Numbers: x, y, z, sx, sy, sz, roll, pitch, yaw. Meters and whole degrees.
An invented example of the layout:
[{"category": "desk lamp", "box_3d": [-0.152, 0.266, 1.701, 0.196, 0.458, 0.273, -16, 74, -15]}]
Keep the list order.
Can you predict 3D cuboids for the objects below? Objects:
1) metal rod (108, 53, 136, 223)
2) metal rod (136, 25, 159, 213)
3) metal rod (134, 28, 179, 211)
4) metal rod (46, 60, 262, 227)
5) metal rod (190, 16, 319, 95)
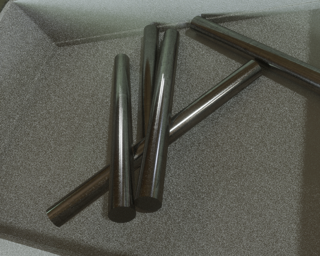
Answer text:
[{"category": "metal rod", "box_3d": [-0.048, -0.017, 0.392, 0.025, 0.025, 0.300, -25, 38, 13]}, {"category": "metal rod", "box_3d": [-0.015, -0.034, 0.434, 0.025, 0.025, 0.299, -13, 56, 21]}, {"category": "metal rod", "box_3d": [0.004, -0.039, 0.381, 0.025, 0.025, 0.300, -14, 42, 21]}, {"category": "metal rod", "box_3d": [0.000, 0.013, 0.370, 0.301, 0.025, 0.025, -36, 51, -8]}, {"category": "metal rod", "box_3d": [0.143, -0.082, 0.380, 0.025, 0.025, 0.300, -46, 51, -3]}]
